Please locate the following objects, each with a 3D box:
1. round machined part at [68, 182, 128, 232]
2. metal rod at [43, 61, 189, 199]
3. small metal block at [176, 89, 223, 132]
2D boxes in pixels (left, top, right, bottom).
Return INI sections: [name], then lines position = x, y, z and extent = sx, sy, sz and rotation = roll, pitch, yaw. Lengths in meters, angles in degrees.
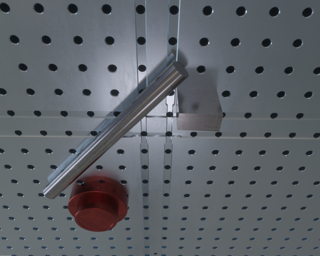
[round machined part]
position = -0.103, 0.137, 0.516
extent = 0.099, 0.042, 0.097
rotation = 0, 130, 0
[metal rod]
position = -0.076, 0.018, 0.425
extent = 0.025, 0.025, 0.299
rotation = 34, 122, -26
[small metal block]
position = 0.046, -0.022, 0.377
extent = 0.050, 0.050, 0.025
rotation = 2, 130, -2
